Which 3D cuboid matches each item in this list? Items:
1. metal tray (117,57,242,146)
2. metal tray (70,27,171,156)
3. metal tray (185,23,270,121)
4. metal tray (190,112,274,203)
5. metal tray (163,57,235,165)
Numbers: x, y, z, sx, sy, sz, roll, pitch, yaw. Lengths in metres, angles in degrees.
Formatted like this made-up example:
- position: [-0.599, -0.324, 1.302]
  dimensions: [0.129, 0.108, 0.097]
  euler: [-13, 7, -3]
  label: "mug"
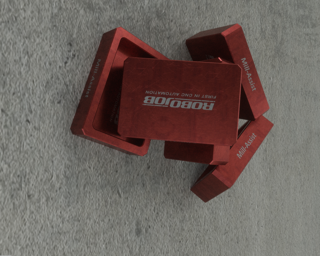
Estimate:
- position: [0.022, -0.029, 0.353]
  dimensions: [0.131, 0.030, 0.089]
  euler: [5, 86, 4]
  label: "metal tray"
- position: [-0.041, -0.040, 0.370]
  dimensions: [0.090, 0.030, 0.130]
  euler: [25, 74, -37]
  label: "metal tray"
- position: [0.095, -0.076, 0.443]
  dimensions: [0.030, 0.090, 0.129]
  euler: [-35, 112, -19]
  label: "metal tray"
- position: [0.105, 0.043, 0.454]
  dimensions: [0.030, 0.090, 0.131]
  euler: [41, 60, 6]
  label: "metal tray"
- position: [0.050, -0.020, 0.408]
  dimensions: [0.030, 0.090, 0.129]
  euler: [8, 85, -40]
  label: "metal tray"
